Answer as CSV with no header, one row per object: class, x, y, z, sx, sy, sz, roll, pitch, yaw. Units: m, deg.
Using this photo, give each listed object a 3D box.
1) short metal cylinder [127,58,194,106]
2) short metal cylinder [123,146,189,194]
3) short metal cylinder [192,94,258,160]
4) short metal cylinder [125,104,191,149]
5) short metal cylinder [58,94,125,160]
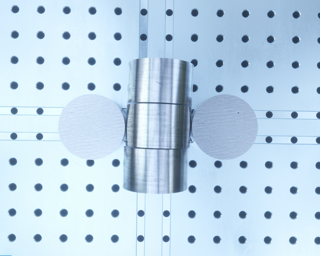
short metal cylinder,0.001,-0.054,0.385,0.081,0.080,0.050,3,90,-1
short metal cylinder,-0.005,0.049,0.385,0.081,0.080,0.050,1,90,-1
short metal cylinder,0.079,-0.001,0.401,0.081,0.050,0.079,0,90,-1
short metal cylinder,-0.002,-0.002,0.385,0.081,0.080,0.050,2,90,-1
short metal cylinder,-0.083,-0.001,0.399,0.081,0.050,0.079,0,90,-1
